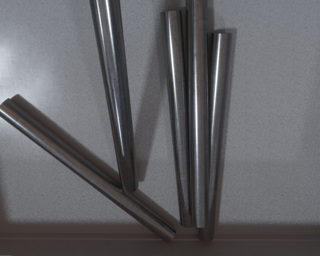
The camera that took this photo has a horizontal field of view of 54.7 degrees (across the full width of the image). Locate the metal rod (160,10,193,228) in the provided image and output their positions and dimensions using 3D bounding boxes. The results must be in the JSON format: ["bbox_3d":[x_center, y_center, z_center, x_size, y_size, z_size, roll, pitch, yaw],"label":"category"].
[{"bbox_3d":[0.028,0.003,0.412,0.025,0.025,0.298,-6,110,2],"label":"metal rod"}]

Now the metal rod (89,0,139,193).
[{"bbox_3d":[-0.045,-0.024,0.338,0.025,0.025,0.298,-1,135,0],"label":"metal rod"}]

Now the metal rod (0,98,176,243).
[{"bbox_3d":[-0.093,0.067,0.434,0.300,0.025,0.025,41,105,-14],"label":"metal rod"}]

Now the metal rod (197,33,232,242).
[{"bbox_3d":[0.072,0.026,0.421,0.025,0.025,0.298,1,110,-1],"label":"metal rod"}]

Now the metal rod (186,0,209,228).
[{"bbox_3d":[0.049,-0.011,0.394,0.025,0.025,0.298,-3,105,0],"label":"metal rod"}]
